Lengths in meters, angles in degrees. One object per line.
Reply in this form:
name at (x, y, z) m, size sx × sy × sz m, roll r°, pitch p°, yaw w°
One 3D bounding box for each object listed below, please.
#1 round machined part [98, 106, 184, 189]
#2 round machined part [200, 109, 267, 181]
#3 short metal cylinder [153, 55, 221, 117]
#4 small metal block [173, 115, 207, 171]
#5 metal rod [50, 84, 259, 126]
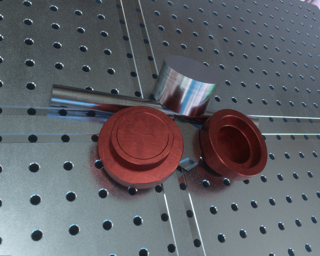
round machined part at (-0.021, 0.016, 0.355) m, size 0.099 × 0.042 × 0.098 m, roll 3°, pitch 64°, yaw -7°
round machined part at (0.095, 0.026, 0.425) m, size 0.099 × 0.042 × 0.098 m, roll 15°, pitch 57°, yaw -24°
short metal cylinder at (0.036, -0.059, 0.424) m, size 0.081 × 0.050 × 0.080 m, roll 17°, pitch 30°, yaw -10°
small metal block at (0.030, 0.020, 0.407) m, size 0.050 × 0.025 × 0.050 m, roll 32°, pitch 52°, yaw -8°
metal rod at (0.010, -0.022, 0.423) m, size 0.302 × 0.025 × 0.025 m, roll 7°, pitch 59°, yaw -25°
